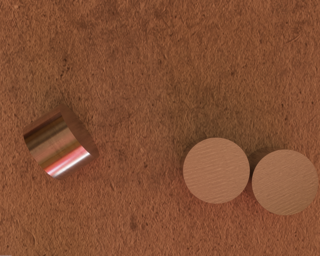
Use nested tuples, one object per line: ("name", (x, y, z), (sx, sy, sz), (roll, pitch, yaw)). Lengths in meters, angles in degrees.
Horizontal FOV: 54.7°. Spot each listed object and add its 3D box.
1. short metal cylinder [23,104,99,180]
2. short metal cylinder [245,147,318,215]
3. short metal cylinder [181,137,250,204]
("short metal cylinder", (-0.119, 0.017, 0.381), (0.050, 0.080, 0.080), (-33, 90, 0))
("short metal cylinder", (0.151, 0.066, 0.398), (0.081, 0.050, 0.080), (0, 90, 0))
("short metal cylinder", (0.068, 0.051, 0.398), (0.081, 0.050, 0.080), (0, 90, 0))
